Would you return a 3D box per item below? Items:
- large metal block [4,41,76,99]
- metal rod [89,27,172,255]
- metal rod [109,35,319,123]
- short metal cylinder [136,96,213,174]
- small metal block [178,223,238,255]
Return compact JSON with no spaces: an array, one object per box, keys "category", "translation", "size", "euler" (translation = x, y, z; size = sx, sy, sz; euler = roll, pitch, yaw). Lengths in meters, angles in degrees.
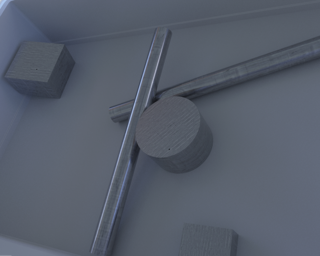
[{"category":"large metal block","translation":[-0.208,-0.103,0.546],"size":[0.080,0.050,0.080],"euler":[8,65,12]},{"category":"metal rod","translation":[-0.032,0.004,0.394],"size":[0.025,0.025,0.299],"euler":[5,71,30]},{"category":"metal rod","translation":[0.069,-0.060,0.405],"size":[0.301,0.025,0.025],"euler":[-17,55,18]},{"category":"short metal cylinder","translation":[0.018,0.009,0.374],"size":[0.080,0.050,0.080],"euler":[-13,56,20]},{"category":"small metal block","translation":[0.047,0.124,0.304],"size":[0.050,0.025,0.050],"euler":[-1,61,27]}]
